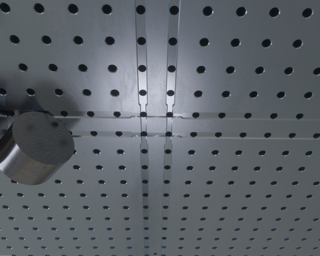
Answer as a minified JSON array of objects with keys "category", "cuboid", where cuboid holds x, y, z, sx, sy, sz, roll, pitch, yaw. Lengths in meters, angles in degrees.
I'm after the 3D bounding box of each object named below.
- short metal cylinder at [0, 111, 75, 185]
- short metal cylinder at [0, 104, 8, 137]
[{"category":"short metal cylinder","cuboid":[-0.159,0.026,0.396,0.080,0.080,0.050,34,122,-25]},{"category":"short metal cylinder","cuboid":[-0.229,0.007,0.379,0.050,0.080,0.079,5,130,-5]}]
